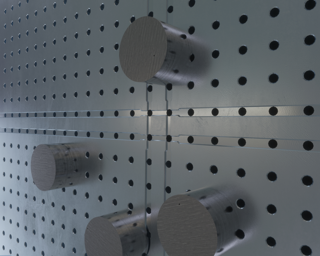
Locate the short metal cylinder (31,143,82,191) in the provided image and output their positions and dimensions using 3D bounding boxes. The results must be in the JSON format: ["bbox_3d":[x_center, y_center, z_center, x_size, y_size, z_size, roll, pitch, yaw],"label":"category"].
[{"bbox_3d":[-0.183,0.067,0.544,0.080,0.050,0.079,0,90,40],"label":"short metal cylinder"}]

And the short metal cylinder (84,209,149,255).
[{"bbox_3d":[-0.063,0.163,0.446,0.080,0.050,0.079,0,90,40],"label":"short metal cylinder"}]

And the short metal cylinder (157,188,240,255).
[{"bbox_3d":[0.043,0.113,0.357,0.080,0.050,0.079,0,90,40],"label":"short metal cylinder"}]

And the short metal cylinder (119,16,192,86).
[{"bbox_3d":[-0.006,-0.096,0.398,0.080,0.050,0.079,0,90,40],"label":"short metal cylinder"}]
